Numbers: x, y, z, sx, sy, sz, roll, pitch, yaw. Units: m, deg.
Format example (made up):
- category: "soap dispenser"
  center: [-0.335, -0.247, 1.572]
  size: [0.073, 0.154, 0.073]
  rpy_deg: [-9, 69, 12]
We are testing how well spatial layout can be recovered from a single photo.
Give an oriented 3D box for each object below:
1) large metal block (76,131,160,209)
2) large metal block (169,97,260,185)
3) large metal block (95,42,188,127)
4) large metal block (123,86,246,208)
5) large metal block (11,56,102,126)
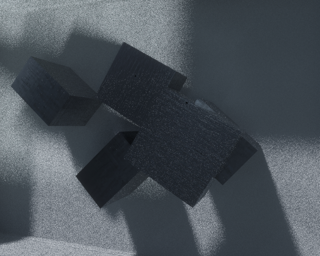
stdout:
- category: "large metal block"
  center: [-0.045, 0.049, 0.397]
  size: [0.080, 0.080, 0.050]
  rpy_deg: [-44, 76, 15]
- category: "large metal block"
  center: [0.066, 0.013, 0.358]
  size: [0.080, 0.080, 0.050]
  rpy_deg: [45, 104, 14]
- category: "large metal block"
  center: [-0.024, -0.053, 0.406]
  size: [0.080, 0.050, 0.080]
  rpy_deg: [33, 101, 17]
- category: "large metal block"
  center: [0.025, 0.016, 0.303]
  size: [0.080, 0.050, 0.080]
  rpy_deg: [33, 101, 17]
- category: "large metal block"
  center: [-0.139, -0.048, 0.430]
  size: [0.080, 0.080, 0.050]
  rpy_deg: [43, 104, 15]
